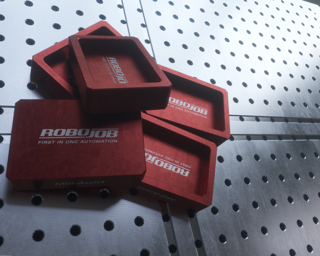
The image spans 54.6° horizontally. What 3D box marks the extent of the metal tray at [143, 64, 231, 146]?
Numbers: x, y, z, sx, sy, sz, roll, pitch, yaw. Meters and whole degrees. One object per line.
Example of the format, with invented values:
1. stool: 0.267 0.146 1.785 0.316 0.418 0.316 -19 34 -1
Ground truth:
1. metal tray: 0.036 -0.032 0.441 0.131 0.030 0.090 17 56 -19

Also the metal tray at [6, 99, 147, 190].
1. metal tray: -0.084 0.015 0.328 0.131 0.030 0.090 -1 62 -13

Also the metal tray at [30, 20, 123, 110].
1. metal tray: -0.087 -0.081 0.406 0.090 0.030 0.131 42 51 2

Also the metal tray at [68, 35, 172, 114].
1. metal tray: -0.052 -0.068 0.363 0.091 0.030 0.130 -5 40 -22

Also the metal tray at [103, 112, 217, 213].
1. metal tray: 0.004 0.040 0.381 0.131 0.030 0.090 23 54 -14
